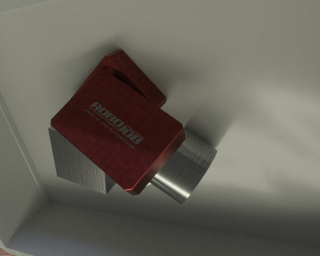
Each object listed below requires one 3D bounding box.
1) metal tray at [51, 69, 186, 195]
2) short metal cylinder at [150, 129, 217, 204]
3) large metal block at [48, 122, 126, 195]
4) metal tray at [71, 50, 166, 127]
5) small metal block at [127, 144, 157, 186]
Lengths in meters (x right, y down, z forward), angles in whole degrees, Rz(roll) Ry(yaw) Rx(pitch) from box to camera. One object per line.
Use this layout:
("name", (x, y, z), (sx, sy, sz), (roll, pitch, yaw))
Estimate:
("metal tray", (-0.048, 0.001, 0.352), (0.130, 0.090, 0.030), (36, 168, 22))
("short metal cylinder", (0.027, 0.046, 0.385), (0.050, 0.080, 0.079), (34, 129, 5))
("large metal block", (-0.095, 0.032, 0.417), (0.080, 0.050, 0.079), (15, 125, 19))
("metal tray", (-0.065, -0.030, 0.417), (0.090, 0.030, 0.129), (47, 129, -5))
("small metal block", (-0.017, 0.051, 0.446), (0.050, 0.025, 0.050), (-32, 101, 38))
